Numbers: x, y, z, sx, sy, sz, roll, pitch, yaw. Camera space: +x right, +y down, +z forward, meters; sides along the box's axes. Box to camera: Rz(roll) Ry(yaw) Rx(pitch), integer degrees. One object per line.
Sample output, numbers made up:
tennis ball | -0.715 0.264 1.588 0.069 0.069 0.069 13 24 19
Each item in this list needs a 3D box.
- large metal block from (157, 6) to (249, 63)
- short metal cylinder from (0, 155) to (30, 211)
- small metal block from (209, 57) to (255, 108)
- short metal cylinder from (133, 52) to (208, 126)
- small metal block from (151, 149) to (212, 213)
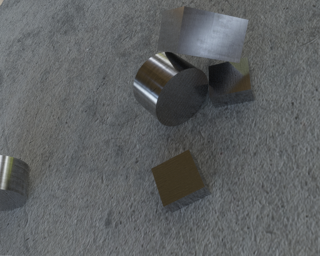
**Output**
large metal block | 0.049 -0.115 0.388 0.080 0.081 0.050 -136 53 -67
short metal cylinder | -0.231 0.080 0.441 0.080 0.080 0.050 -20 54 16
small metal block | 0.090 -0.057 0.392 0.050 0.025 0.050 -10 57 22
short metal cylinder | 0.014 -0.049 0.391 0.080 0.080 0.050 -45 51 -3
small metal block | 0.024 0.061 0.354 0.050 0.025 0.050 -28 52 10
